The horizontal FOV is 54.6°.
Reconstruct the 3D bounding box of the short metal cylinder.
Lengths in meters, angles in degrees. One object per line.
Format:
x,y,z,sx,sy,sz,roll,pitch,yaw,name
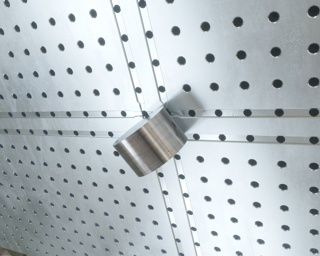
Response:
-0.012,0.017,0.392,0.080,0.080,0.050,-32,100,38,short metal cylinder
